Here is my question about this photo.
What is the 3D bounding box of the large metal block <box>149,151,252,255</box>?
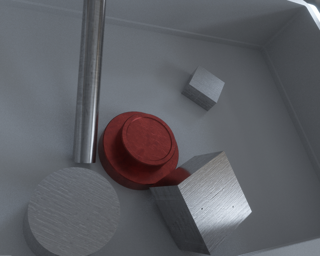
[{"bbox_3d":[0.048,0.082,0.352,0.081,0.050,0.080,-29,96,-38],"label":"large metal block"}]

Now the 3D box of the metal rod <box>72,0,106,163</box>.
[{"bbox_3d":[-0.075,-0.111,0.348,0.025,0.025,0.298,5,87,-27],"label":"metal rod"}]

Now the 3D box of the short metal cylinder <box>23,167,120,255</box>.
[{"bbox_3d":[-0.084,0.084,0.294,0.081,0.050,0.080,14,56,-21],"label":"short metal cylinder"}]

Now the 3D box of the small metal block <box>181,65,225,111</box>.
[{"bbox_3d":[0.068,-0.062,0.482,0.050,0.025,0.050,34,51,-7],"label":"small metal block"}]

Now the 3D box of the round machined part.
[{"bbox_3d":[-0.020,0.021,0.372,0.099,0.042,0.098,14,56,-21],"label":"round machined part"}]
